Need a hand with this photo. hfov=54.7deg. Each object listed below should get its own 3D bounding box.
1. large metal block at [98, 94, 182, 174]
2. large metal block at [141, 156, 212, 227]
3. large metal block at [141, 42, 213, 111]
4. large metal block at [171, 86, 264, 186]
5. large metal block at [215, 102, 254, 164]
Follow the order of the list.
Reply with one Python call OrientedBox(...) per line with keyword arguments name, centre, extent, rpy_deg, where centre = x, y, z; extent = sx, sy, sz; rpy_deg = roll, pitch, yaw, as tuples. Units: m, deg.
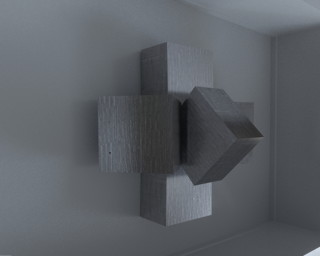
OrientedBox(name="large metal block", centre=(-0.020, 0.006, 0.342), extent=(0.050, 0.080, 0.079), rpy_deg=(-6, 96, -76))
OrientedBox(name="large metal block", centre=(0.022, 0.076, 0.408), extent=(0.081, 0.050, 0.080), rpy_deg=(1, 90, -40))
OrientedBox(name="large metal block", centre=(0.024, -0.062, 0.405), extent=(0.081, 0.050, 0.079), rpy_deg=(-2, 92, -40))
OrientedBox(name="large metal block", centre=(0.058, 0.009, 0.366), extent=(0.050, 0.080, 0.080), rpy_deg=(-1, 47, -41))
OrientedBox(name="large metal block", centre=(0.095, 0.006, 0.439), extent=(0.050, 0.080, 0.080), rpy_deg=(1, 90, -1))
